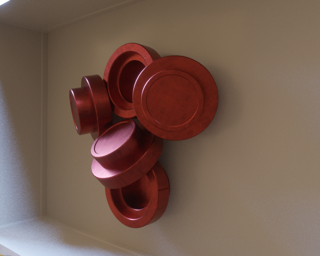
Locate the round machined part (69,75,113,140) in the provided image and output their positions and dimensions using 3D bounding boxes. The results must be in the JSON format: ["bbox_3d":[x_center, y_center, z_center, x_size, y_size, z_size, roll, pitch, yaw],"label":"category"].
[{"bbox_3d":[-0.104,-0.026,0.451,0.098,0.042,0.097,168,90,-68],"label":"round machined part"}]

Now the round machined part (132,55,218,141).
[{"bbox_3d":[0.016,-0.033,0.351,0.098,0.042,0.097,2,101,9],"label":"round machined part"}]

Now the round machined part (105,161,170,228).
[{"bbox_3d":[-0.025,0.079,0.414,0.098,0.042,0.097,0,90,40],"label":"round machined part"}]

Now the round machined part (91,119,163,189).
[{"bbox_3d":[-0.048,0.026,0.397,0.098,0.098,0.042,-8,129,39],"label":"round machined part"}]

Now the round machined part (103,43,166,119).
[{"bbox_3d":[-0.029,-0.061,0.416,0.098,0.042,0.097,0,90,40],"label":"round machined part"}]
